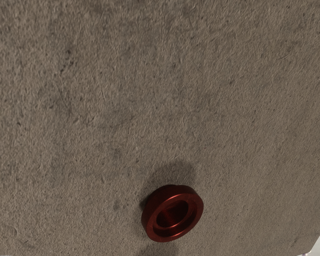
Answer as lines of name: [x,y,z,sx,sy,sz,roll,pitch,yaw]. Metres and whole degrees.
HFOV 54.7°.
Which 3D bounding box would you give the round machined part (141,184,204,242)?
round machined part: [0.016,0.128,0.486,0.099,0.042,0.097,-14,125,-21]
